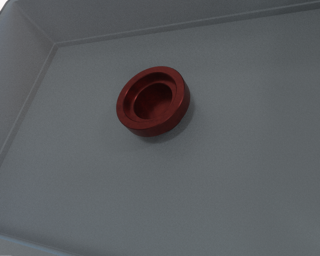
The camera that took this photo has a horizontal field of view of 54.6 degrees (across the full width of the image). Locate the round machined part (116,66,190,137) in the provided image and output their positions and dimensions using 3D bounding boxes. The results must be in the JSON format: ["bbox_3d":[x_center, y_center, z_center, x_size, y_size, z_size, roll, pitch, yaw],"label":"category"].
[{"bbox_3d":[-0.006,-0.031,0.414,0.098,0.042,0.098,-13,56,21],"label":"round machined part"}]
